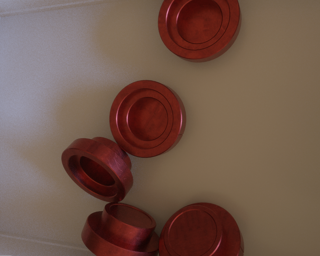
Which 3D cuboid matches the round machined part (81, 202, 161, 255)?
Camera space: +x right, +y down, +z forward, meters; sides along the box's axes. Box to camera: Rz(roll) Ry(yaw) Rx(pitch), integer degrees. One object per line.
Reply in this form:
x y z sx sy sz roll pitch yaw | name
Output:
-0.043 0.127 0.387 0.098 0.098 0.042 23 94 18 | round machined part

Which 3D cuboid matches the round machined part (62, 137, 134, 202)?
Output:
-0.077 0.050 0.412 0.098 0.042 0.097 19 136 19 | round machined part

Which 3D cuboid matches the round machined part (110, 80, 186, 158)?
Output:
-0.013 -0.011 0.406 0.098 0.042 0.097 0 90 20 | round machined part

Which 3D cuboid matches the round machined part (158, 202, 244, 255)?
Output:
0.043 0.129 0.358 0.098 0.042 0.098 -15 43 15 | round machined part

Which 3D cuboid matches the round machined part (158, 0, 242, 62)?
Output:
0.051 -0.130 0.383 0.098 0.042 0.097 0 90 20 | round machined part
